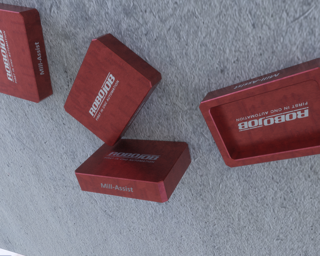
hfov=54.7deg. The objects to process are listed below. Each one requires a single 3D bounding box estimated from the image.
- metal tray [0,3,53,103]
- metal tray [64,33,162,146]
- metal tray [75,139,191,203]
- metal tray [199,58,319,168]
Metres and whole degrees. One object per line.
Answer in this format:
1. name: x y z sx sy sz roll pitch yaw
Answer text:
1. metal tray: -0.210 -0.108 0.448 0.090 0.030 0.129 15 125 19
2. metal tray: -0.067 -0.046 0.411 0.090 0.030 0.129 39 129 1
3. metal tray: -0.035 0.051 0.414 0.130 0.090 0.030 2 119 27
4. metal tray: 0.119 -0.010 0.334 0.130 0.030 0.090 -15 111 34
